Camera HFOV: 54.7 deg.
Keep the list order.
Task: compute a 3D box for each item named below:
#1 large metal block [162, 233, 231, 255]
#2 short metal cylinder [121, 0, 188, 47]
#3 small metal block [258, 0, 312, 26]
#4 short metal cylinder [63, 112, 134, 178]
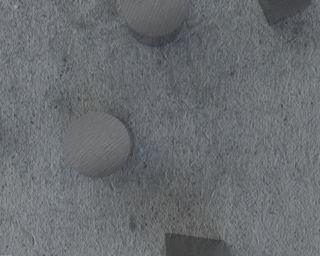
[{"bbox_3d":[0.043,0.173,0.383,0.080,0.080,0.050,8,90,0],"label":"large metal block"},{"bbox_3d":[-0.007,-0.150,0.397,0.081,0.050,0.080,0,90,0],"label":"short metal cylinder"},{"bbox_3d":[0.163,-0.172,0.411,0.050,0.025,0.050,-24,90,0],"label":"small metal block"},{"bbox_3d":[-0.076,0.020,0.397,0.081,0.050,0.080,0,90,0],"label":"short metal cylinder"}]
